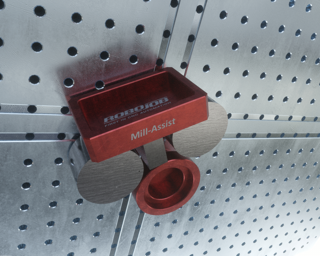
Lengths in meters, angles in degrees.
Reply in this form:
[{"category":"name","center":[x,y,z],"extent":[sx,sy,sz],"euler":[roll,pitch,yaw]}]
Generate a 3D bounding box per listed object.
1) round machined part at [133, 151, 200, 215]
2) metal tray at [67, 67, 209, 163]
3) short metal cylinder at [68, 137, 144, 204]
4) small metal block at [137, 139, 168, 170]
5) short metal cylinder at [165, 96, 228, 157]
[{"category":"round machined part","center":[0.005,0.074,0.443],"extent":[0.099,0.042,0.097],"euler":[-14,124,-21]},{"category":"metal tray","center":[-0.025,-0.021,0.337],"extent":[0.131,0.090,0.030],"euler":[-21,127,-15]},{"category":"short metal cylinder","center":[-0.067,0.046,0.382],"extent":[0.081,0.050,0.079],"euler":[-14,124,-21]},{"category":"small metal block","center":[-0.016,0.016,0.391],"extent":[0.025,0.050,0.050],"euler":[-23,127,-15]},{"category":"short metal cylinder","center":[0.041,-0.008,0.408],"extent":[0.081,0.050,0.079],"euler":[-14,124,-21]}]
